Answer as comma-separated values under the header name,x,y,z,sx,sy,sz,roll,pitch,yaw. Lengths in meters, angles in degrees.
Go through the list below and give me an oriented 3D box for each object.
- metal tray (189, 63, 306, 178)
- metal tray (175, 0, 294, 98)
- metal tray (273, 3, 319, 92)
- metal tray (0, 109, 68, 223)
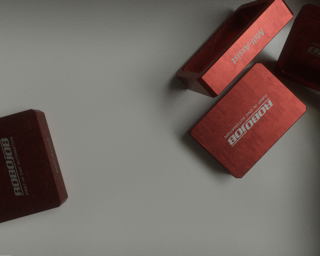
name,x,y,z,sx,sy,sz,roll,pitch,yaw
metal tray,0.114,-0.010,0.410,0.090,0.030,0.130,44,90,-1
metal tray,0.084,-0.098,0.377,0.130,0.090,0.030,-46,109,0
metal tray,0.212,-0.080,0.363,0.130,0.090,0.030,26,58,17
metal tray,-0.185,0.049,0.407,0.091,0.030,0.129,-16,90,-1
